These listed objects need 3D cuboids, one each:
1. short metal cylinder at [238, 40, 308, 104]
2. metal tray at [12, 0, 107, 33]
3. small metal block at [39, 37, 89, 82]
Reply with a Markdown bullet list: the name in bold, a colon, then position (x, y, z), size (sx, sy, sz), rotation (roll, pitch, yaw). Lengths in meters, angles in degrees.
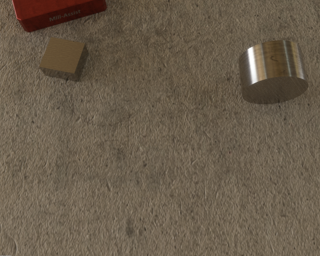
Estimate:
- **short metal cylinder**: position (0.146, -0.070, 0.406), size (0.081, 0.080, 0.050), rotation (-1, 70, 0)
- **metal tray**: position (-0.159, -0.209, 0.481), size (0.131, 0.030, 0.090), rotation (-19, 71, -7)
- **small metal block**: position (-0.136, -0.098, 0.443), size (0.050, 0.025, 0.050), rotation (12, 70, 4)
